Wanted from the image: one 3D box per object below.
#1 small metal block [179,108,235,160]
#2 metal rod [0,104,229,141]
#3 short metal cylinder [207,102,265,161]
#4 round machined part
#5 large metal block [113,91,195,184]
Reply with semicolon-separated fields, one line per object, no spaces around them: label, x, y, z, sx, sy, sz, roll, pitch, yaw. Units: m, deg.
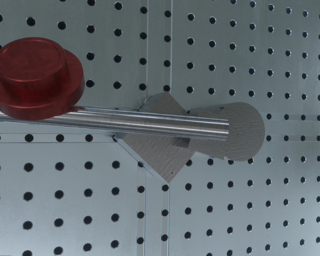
small metal block;0.058;0.007;0.380;0.050;0.025;0.050;20;83;-19
metal rod;-0.076;-0.011;0.339;0.302;0.025;0.025;5;88;-4
short metal cylinder;0.099;0.005;0.437;0.081;0.050;0.079;0;90;-21
round machined part;-0.132;-0.059;0.327;0.099;0.042;0.098;3;52;-4
large metal block;0.001;0.011;0.398;0.080;0.050;0.080;46;76;-15
